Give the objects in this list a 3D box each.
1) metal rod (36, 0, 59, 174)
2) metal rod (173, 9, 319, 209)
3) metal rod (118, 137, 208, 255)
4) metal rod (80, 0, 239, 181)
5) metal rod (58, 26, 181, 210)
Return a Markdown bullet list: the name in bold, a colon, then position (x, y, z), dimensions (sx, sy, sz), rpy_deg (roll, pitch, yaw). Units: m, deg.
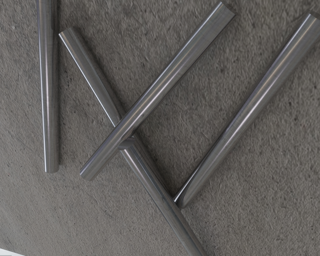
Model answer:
- **metal rod**: position (-0.166, -0.045, 0.466), dimensions (0.025, 0.025, 0.298), rpy_deg (23, 127, 14)
- **metal rod**: position (0.085, 0.005, 0.365), dimensions (0.025, 0.025, 0.298), rpy_deg (33, 129, 6)
- **metal rod**: position (0.025, 0.137, 0.451), dimensions (0.025, 0.025, 0.299), rpy_deg (-11, 121, 33)
- **metal rod**: position (-0.020, -0.025, 0.378), dimensions (0.025, 0.025, 0.299), rpy_deg (42, 122, -1)
- **metal rod**: position (-0.048, 0.002, 0.433), dimensions (0.025, 0.025, 0.299), rpy_deg (-17, 110, 35)
